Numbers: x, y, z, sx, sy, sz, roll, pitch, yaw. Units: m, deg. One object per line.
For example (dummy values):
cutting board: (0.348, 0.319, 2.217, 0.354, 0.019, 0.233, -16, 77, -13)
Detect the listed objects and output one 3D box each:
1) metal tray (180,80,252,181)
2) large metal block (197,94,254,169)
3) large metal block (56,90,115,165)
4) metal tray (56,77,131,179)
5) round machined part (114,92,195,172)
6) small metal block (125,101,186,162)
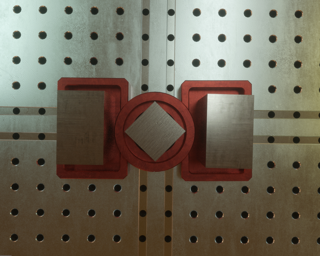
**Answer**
metal tray: (0.073, 0.003, 0.410, 0.091, 0.030, 0.129, 0, 90, 0)
large metal block: (0.075, 0.003, 0.373, 0.050, 0.080, 0.080, 2, 90, 0)
large metal block: (-0.085, -0.001, 0.372, 0.050, 0.080, 0.080, 1, 90, 0)
metal tray: (-0.086, 0.000, 0.409, 0.091, 0.030, 0.129, 1, 90, 0)
round machined part: (-0.006, 0.005, 0.396, 0.099, 0.042, 0.097, 0, 90, 0)
small metal block: (-0.006, 0.004, 0.372, 0.050, 0.025, 0.050, 45, 90, 0)
